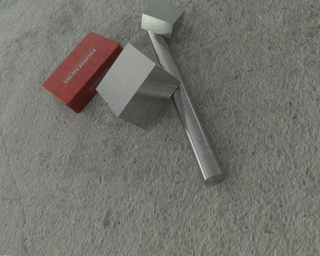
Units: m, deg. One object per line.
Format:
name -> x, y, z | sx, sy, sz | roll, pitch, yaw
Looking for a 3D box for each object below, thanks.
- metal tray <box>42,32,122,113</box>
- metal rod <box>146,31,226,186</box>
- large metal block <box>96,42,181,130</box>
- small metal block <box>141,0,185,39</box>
metal tray -> -0.128, -0.097, 0.525 | 0.090, 0.030, 0.130 | 31, 79, 37
metal rod -> 0.023, -0.058, 0.426 | 0.025, 0.025, 0.299 | -26, 53, 11
large metal block -> -0.032, -0.057, 0.421 | 0.080, 0.050, 0.080 | -53, 45, 10
small metal block -> 0.005, -0.171, 0.483 | 0.050, 0.025, 0.050 | 23, 51, 10
